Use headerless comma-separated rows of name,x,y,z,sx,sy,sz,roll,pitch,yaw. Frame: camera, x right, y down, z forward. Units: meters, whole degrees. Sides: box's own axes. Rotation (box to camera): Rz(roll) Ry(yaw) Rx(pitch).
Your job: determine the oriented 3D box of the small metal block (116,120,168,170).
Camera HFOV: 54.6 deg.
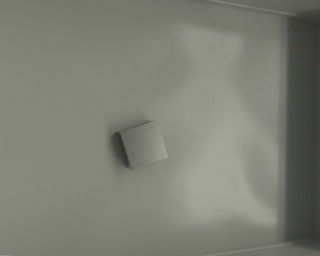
small metal block,-0.023,0.021,0.402,0.050,0.025,0.050,-19,96,-19
